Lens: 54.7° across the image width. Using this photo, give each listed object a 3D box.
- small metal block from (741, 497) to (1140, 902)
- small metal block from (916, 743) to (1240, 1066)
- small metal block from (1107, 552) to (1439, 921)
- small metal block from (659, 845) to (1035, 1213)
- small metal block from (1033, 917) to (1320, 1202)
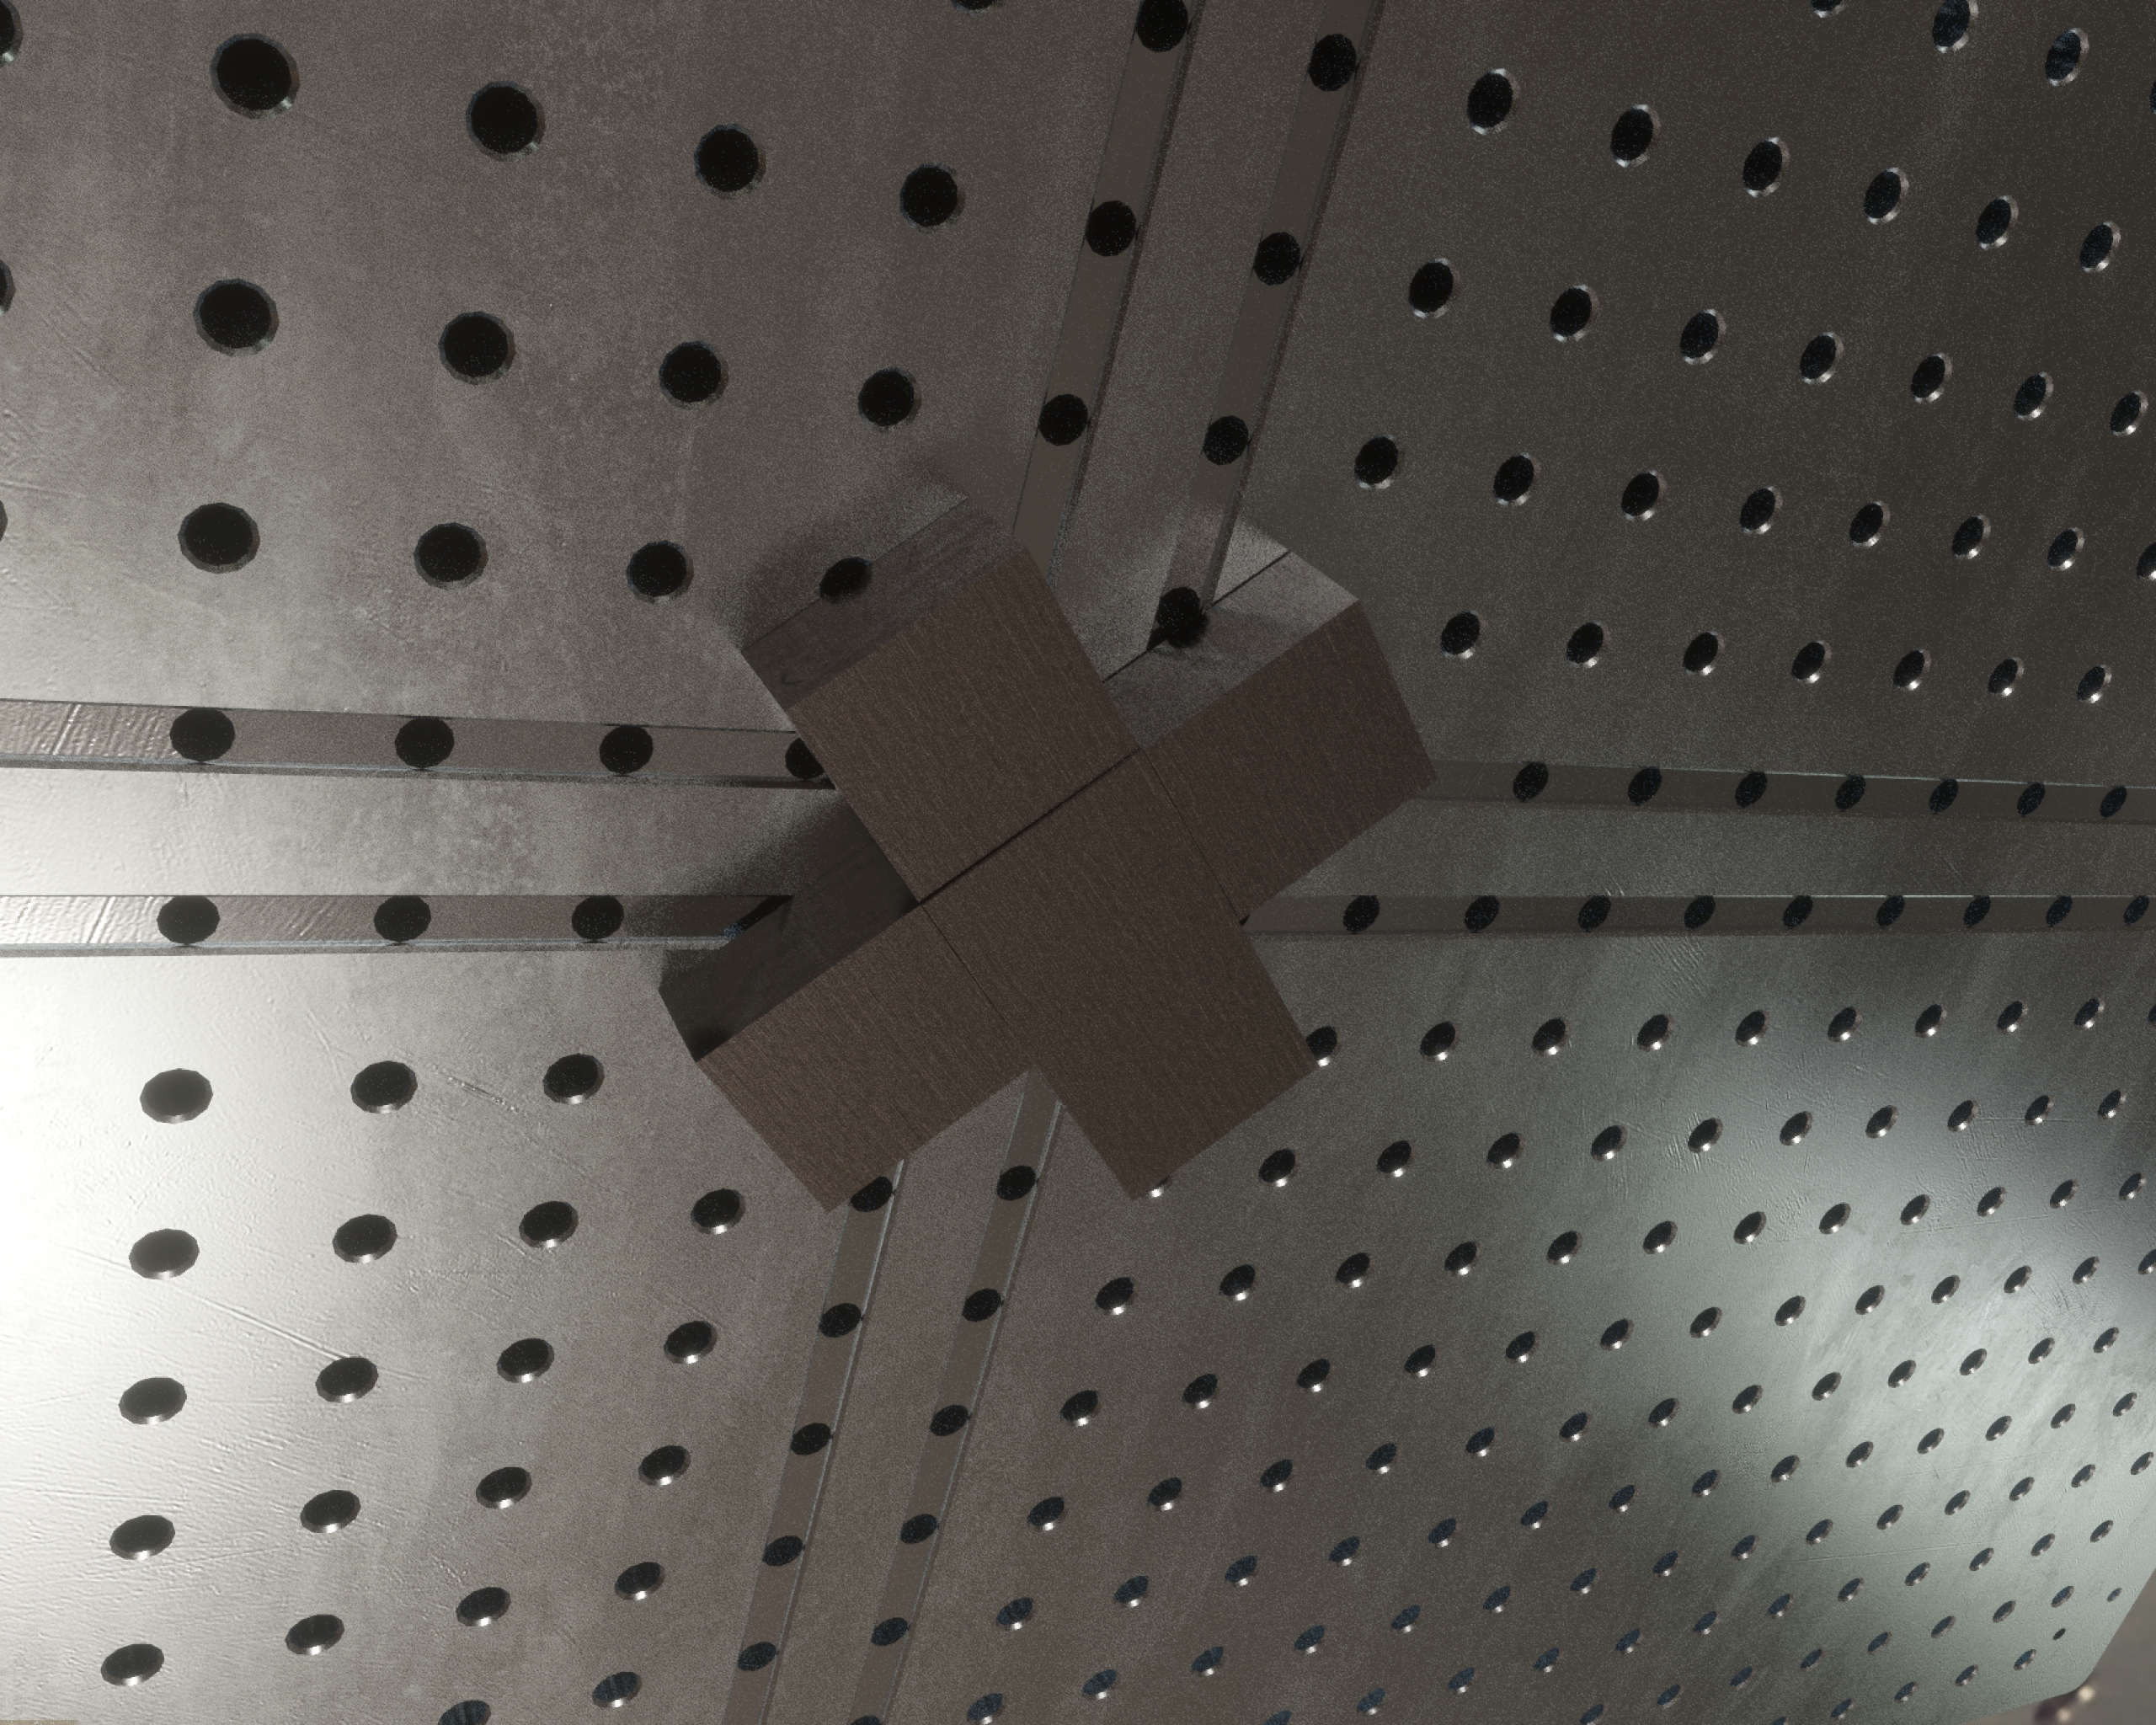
[{"bbox_3d":[-0.024,-0.029,0.381,0.050,0.025,0.050,-35,129,-5],"label":"small metal block"},{"bbox_3d":[-0.003,0.004,0.412,0.050,0.025,0.050,-36,129,-5],"label":"small metal block"},{"bbox_3d":[0.038,-0.025,0.417,0.050,0.025,0.050,-36,129,-5],"label":"small metal block"},{"bbox_3d":[-0.045,0.033,0.408,0.050,0.025,0.050,-36,129,-5],"label":"small metal block"},{"bbox_3d":[0.017,0.036,0.444,0.050,0.025,0.050,-35,129,-5],"label":"small metal block"}]
